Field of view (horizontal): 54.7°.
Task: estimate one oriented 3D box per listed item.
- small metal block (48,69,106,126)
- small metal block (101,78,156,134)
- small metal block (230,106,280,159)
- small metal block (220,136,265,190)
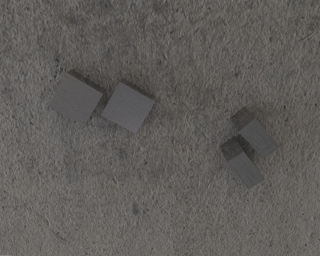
[{"bbox_3d":[-0.104,-0.039,0.394,0.050,0.025,0.050,30,107,-11],"label":"small metal block"},{"bbox_3d":[-0.040,-0.029,0.399,0.050,0.025,0.050,29,107,-11],"label":"small metal block"},{"bbox_3d":[0.121,0.005,0.399,0.025,0.050,0.050,-42,105,14],"label":"small metal block"},{"bbox_3d":[0.109,0.046,0.414,0.025,0.050,0.050,-36,106,12],"label":"small metal block"}]
